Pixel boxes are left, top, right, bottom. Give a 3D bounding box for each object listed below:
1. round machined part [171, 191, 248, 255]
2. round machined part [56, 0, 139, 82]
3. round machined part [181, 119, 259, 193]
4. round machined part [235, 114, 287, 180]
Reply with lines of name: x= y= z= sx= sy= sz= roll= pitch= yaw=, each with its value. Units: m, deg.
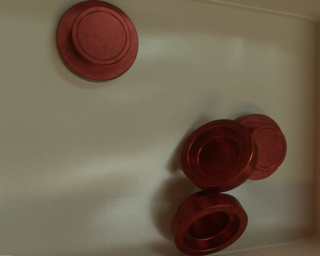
round machined part: x=0.061 y=0.120 z=0.409 sx=0.099 sy=0.042 sz=0.097 roll=-8 pitch=125 yaw=-12
round machined part: x=-0.073 y=-0.106 z=0.374 sx=0.099 sy=0.042 sz=0.097 roll=0 pitch=90 yaw=-20
round machined part: x=0.081 y=0.040 z=0.408 sx=0.098 sy=0.098 sz=0.042 roll=-54 pitch=134 yaw=-12
round machined part: x=0.145 y=0.028 z=0.455 sx=0.099 sy=0.042 sz=0.097 roll=0 pitch=90 yaw=-20
